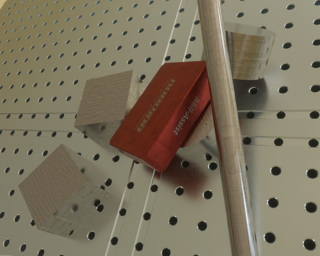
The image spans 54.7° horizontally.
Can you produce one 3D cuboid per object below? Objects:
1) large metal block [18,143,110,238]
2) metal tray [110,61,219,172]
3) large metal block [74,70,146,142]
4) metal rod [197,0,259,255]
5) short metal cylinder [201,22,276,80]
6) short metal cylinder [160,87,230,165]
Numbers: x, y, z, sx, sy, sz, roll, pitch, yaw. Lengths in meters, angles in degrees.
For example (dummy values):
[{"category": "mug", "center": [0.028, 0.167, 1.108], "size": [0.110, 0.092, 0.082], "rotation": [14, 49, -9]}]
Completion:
[{"category": "large metal block", "center": [-0.127, 0.081, 0.409], "size": [0.080, 0.050, 0.080], "rotation": [-45, 51, -3]}, {"category": "metal tray", "center": [0.004, -0.019, 0.367], "size": [0.090, 0.030, 0.130], "rotation": [14, 67, 56]}, {"category": "large metal block", "center": [-0.067, -0.030, 0.446], "size": [0.080, 0.050, 0.080], "rotation": [-7, 58, 24]}, {"category": "metal rod", "center": [0.065, -0.022, 0.316], "size": [0.025, 0.025, 0.298], "rotation": [-10, 80, 23]}, {"category": "short metal cylinder", "center": [0.093, -0.095, 0.376], "size": [0.081, 0.050, 0.080], "rotation": [6, 27, -3]}, {"category": "short metal cylinder", "center": [0.038, -0.002, 0.373], "size": [0.080, 0.050, 0.080], "rotation": [-13, 56, 21]}]
